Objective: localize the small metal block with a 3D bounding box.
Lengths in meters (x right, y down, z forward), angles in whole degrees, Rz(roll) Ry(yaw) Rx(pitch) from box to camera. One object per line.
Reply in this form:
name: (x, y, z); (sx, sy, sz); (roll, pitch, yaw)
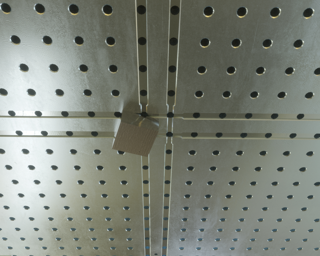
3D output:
small metal block: (-0.033, 0.008, 0.418); (0.050, 0.025, 0.050); (14, 129, -12)
